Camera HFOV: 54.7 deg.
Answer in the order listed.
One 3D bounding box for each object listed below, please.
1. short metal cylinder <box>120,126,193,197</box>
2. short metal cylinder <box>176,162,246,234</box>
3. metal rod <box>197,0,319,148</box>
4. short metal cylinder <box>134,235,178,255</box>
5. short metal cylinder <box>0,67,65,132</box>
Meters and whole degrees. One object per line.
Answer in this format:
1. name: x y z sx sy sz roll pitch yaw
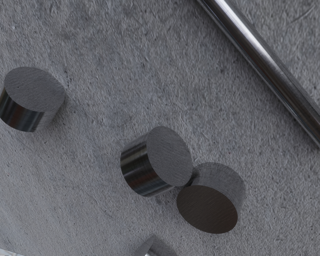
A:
1. short metal cylinder: -0.004 0.044 0.400 0.050 0.080 0.080 -30 102 38
2. short metal cylinder: 0.069 0.092 0.412 0.080 0.050 0.079 13 124 21
3. metal rod: 0.084 -0.090 0.306 0.300 0.025 0.025 48 129 -6
4. short metal cylinder: -0.015 0.231 0.522 0.050 0.080 0.080 40 129 1
5. short metal cylinder: -0.185 -0.041 0.444 0.080 0.080 0.050 43 129 -2
